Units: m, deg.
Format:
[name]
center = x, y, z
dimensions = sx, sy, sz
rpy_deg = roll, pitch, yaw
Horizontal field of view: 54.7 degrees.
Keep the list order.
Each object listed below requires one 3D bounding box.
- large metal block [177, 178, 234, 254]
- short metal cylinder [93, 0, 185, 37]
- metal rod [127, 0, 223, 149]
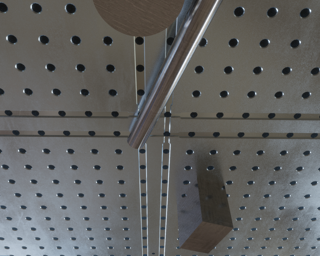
[large metal block]
center = 0.068, 0.141, 0.497
dimensions = 0.050, 0.080, 0.079
rpy_deg = 17, 128, -14
[short metal cylinder]
center = -0.019, -0.132, 0.283
dimensions = 0.081, 0.050, 0.079
rpy_deg = 0, 130, 0
[metal rod]
center = 0.021, -0.078, 0.329
dimensions = 0.025, 0.025, 0.298
rpy_deg = 17, 133, -14
